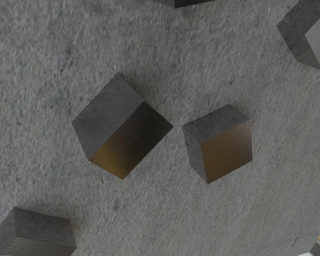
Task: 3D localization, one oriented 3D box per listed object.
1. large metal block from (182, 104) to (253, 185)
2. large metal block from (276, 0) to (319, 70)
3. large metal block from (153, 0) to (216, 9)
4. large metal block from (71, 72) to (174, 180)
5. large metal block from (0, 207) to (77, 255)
[{"bbox_3d":[0.086,0.023,0.454,0.081,0.050,0.080,-25,128,-13],"label":"large metal block"},{"bbox_3d":[0.222,-0.140,0.428,0.080,0.050,0.080,-48,129,5],"label":"large metal block"},{"bbox_3d":[0.030,-0.154,0.294,0.081,0.080,0.050,-19,126,-18],"label":"large metal block"},{"bbox_3d":[-0.045,-0.004,0.346,0.080,0.080,0.050,-47,130,4],"label":"large metal block"},{"bbox_3d":[-0.168,0.157,0.397,0.080,0.050,0.080,30,102,-38],"label":"large metal block"}]
